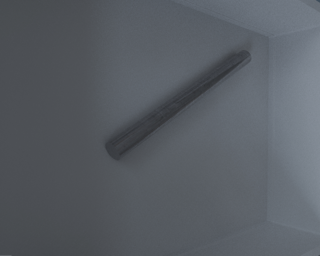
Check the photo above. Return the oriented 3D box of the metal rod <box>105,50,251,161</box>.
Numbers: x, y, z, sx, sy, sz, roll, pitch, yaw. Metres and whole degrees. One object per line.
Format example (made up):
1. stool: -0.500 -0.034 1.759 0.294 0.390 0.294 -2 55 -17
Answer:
1. metal rod: 0.045 -0.047 0.446 0.302 0.025 0.025 -37 113 -34
